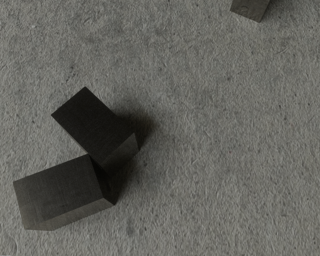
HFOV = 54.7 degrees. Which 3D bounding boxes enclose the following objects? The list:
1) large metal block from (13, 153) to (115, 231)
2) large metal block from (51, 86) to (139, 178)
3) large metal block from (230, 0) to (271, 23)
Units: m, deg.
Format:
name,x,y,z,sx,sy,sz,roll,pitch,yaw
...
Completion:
name,x,y,z,sx,sy,sz,roll,pitch,yaw
large metal block,-0.103,0.076,0.350,0.080,0.080,0.050,-21,72,-7
large metal block,-0.074,0.008,0.375,0.080,0.080,0.050,42,76,14
large metal block,0.151,-0.221,0.460,0.050,0.080,0.080,27,72,9
